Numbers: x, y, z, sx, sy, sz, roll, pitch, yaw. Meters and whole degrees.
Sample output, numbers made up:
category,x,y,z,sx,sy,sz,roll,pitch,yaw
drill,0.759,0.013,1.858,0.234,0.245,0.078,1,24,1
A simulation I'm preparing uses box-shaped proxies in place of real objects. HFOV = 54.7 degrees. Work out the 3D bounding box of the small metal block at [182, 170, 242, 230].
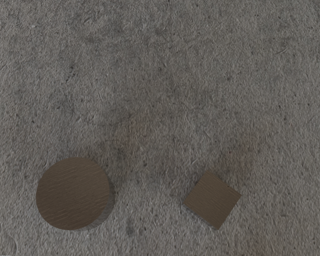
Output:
category,x,y,z,sx,sy,sz,roll,pitch,yaw
small metal block,0.062,0.088,0.377,0.050,0.025,0.050,36,74,12

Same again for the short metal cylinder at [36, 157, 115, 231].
category,x,y,z,sx,sy,sz,roll,pitch,yaw
short metal cylinder,-0.096,0.079,0.365,0.081,0.050,0.080,0,70,0
